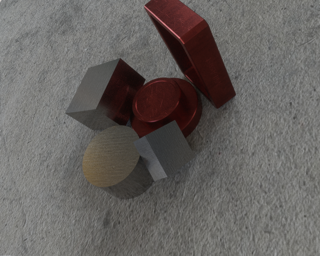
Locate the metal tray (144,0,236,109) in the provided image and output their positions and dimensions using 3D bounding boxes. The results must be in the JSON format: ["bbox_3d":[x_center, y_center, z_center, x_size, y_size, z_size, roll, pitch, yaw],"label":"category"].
[{"bbox_3d":[0.039,-0.089,0.370,0.030,0.130,0.090,-38,51,3],"label":"metal tray"}]

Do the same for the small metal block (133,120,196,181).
[{"bbox_3d":[0.006,0.025,0.356,0.025,0.050,0.050,-29,89,49],"label":"small metal block"}]

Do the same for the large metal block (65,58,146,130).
[{"bbox_3d":[-0.077,-0.045,0.440,0.080,0.050,0.080,-3,59,46],"label":"large metal block"}]

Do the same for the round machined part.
[{"bbox_3d":[0.003,-0.028,0.410,0.098,0.042,0.098,-13,56,20],"label":"round machined part"}]

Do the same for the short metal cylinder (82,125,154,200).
[{"bbox_3d":[-0.048,0.043,0.387,0.080,0.050,0.080,-13,56,20],"label":"short metal cylinder"}]
